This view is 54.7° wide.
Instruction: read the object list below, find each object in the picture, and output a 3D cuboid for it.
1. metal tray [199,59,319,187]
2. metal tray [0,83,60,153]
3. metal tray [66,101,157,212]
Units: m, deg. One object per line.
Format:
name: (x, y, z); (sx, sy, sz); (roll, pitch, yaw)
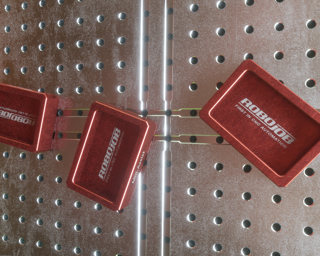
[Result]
metal tray: (0.124, -0.007, 0.366); (0.130, 0.030, 0.090); (43, 103, 14)
metal tray: (-0.228, -0.020, 0.488); (0.130, 0.030, 0.089); (13, 94, 19)
metal tray: (-0.069, 0.038, 0.433); (0.090, 0.030, 0.129); (22, 97, 18)
